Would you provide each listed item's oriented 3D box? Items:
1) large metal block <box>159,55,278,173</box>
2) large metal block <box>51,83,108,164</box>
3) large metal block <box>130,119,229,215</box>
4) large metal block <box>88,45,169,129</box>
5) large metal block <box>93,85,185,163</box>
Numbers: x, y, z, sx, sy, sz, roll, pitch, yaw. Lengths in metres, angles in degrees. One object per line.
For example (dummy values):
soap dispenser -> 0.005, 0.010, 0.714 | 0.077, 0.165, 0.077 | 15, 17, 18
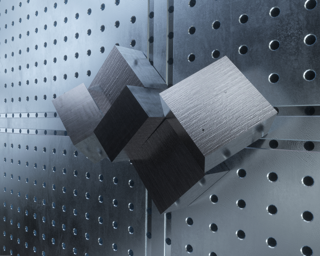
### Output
large metal block -> 0.057, -0.014, 0.319 | 0.080, 0.050, 0.080 | -31, 65, -7
large metal block -> -0.103, -0.004, 0.450 | 0.050, 0.080, 0.080 | -31, 65, -6
large metal block -> 0.021, 0.045, 0.376 | 0.080, 0.050, 0.080 | -48, 60, 29
large metal block -> -0.045, -0.054, 0.431 | 0.080, 0.050, 0.080 | -50, 61, 30
large metal block -> -0.023, -0.005, 0.393 | 0.080, 0.081, 0.050 | -50, 62, 28
